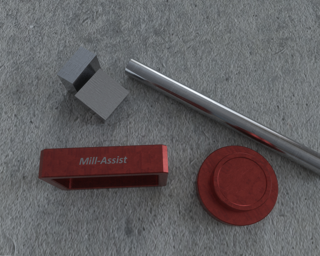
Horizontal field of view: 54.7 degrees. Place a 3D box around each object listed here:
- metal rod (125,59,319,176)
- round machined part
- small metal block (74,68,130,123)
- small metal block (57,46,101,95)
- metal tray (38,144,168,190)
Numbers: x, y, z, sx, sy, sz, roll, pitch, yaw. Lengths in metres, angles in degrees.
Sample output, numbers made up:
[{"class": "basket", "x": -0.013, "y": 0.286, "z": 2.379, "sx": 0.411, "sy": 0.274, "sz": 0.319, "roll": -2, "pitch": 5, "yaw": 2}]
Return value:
[{"class": "metal rod", "x": 0.088, "y": -0.016, "z": 0.415, "sx": 0.301, "sy": 0.025, "sz": 0.025, "roll": 28, "pitch": 72, "yaw": 9}, {"class": "round machined part", "x": 0.095, "y": 0.068, "z": 0.376, "sx": 0.099, "sy": 0.042, "sz": 0.098, "roll": 0, "pitch": 70, "yaw": -1}, {"class": "small metal block", "x": -0.078, "y": -0.042, "z": 0.416, "sx": 0.050, "sy": 0.025, "sz": 0.050, "roll": 39, "pitch": 73, "yaw": -4}, {"class": "small metal block", "x": -0.107, "y": -0.073, "z": 0.420, "sx": 0.025, "sy": 0.050, "sz": 0.050, "roll": 31, "pitch": 73, "yaw": 11}, {"class": "metal tray", "x": -0.058, "y": 0.048, "z": 0.355, "sx": 0.131, "sy": 0.090, "sz": 0.030, "roll": -2, "pitch": 70, "yaw": -1}]
